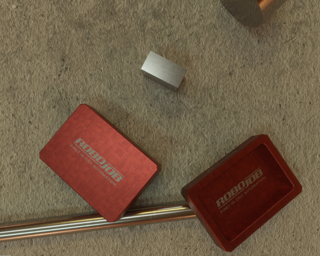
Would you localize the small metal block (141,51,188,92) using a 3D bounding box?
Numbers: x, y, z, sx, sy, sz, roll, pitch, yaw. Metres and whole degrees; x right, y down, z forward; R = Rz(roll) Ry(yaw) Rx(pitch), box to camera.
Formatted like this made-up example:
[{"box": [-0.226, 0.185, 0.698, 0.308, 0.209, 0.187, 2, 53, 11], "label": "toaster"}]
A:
[{"box": [0.005, -0.071, 0.398, 0.050, 0.050, 0.025, 27, 90, -1], "label": "small metal block"}]

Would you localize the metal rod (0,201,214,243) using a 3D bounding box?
[{"box": [-0.079, 0.122, 0.409, 0.302, 0.025, 0.025, -7, 90, -1], "label": "metal rod"}]

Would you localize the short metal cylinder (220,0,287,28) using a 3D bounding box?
[{"box": [0.115, -0.173, 0.384, 0.050, 0.080, 0.080, -44, 91, 0], "label": "short metal cylinder"}]

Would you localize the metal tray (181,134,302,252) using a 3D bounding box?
[{"box": [0.104, 0.079, 0.393, 0.131, 0.030, 0.090, -34, 90, -14], "label": "metal tray"}]

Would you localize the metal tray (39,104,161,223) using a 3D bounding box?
[{"box": [-0.076, 0.043, 0.394, 0.130, 0.030, 0.090, 39, 89, 11], "label": "metal tray"}]
